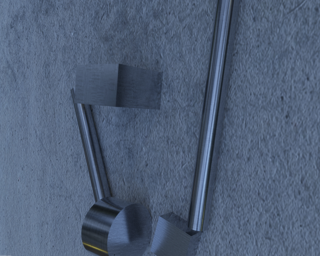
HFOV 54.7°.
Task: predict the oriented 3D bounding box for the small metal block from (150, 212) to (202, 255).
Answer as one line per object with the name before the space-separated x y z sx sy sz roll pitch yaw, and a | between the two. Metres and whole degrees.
small metal block | 0.020 0.141 0.387 0.050 0.025 0.050 22 104 37

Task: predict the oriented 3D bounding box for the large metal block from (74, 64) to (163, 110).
large metal block | -0.054 -0.054 0.412 0.080 0.081 0.050 8 95 39

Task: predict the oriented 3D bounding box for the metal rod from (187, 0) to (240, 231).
metal rod | 0.062 -0.031 0.352 0.025 0.025 0.298 11 97 39

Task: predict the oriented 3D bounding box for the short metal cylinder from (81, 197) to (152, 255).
short metal cylinder | -0.056 0.136 0.413 0.050 0.081 0.079 2 92 40

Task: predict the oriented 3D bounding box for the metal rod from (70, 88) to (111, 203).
metal rod | -0.096 0.077 0.481 0.025 0.025 0.299 -25 74 37
